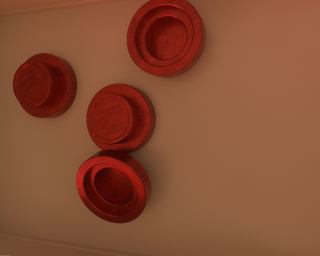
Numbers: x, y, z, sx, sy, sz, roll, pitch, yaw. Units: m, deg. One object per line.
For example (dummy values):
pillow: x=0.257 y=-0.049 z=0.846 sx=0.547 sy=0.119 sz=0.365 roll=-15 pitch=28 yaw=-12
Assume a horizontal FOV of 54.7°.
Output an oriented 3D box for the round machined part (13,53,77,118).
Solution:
round machined part: x=-0.179 y=-0.064 z=0.465 sx=0.098 sy=0.042 sz=0.097 roll=0 pitch=90 yaw=20

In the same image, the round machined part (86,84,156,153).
round machined part: x=-0.059 y=-0.012 z=0.422 sx=0.098 sy=0.042 sz=0.097 roll=0 pitch=90 yaw=20

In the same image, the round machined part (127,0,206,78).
round machined part: x=0.011 y=-0.113 z=0.398 sx=0.098 sy=0.042 sz=0.097 roll=0 pitch=90 yaw=20

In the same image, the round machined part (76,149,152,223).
round machined part: x=-0.057 y=0.073 z=0.411 sx=0.098 sy=0.042 sz=0.097 roll=6 pitch=111 yaw=17
